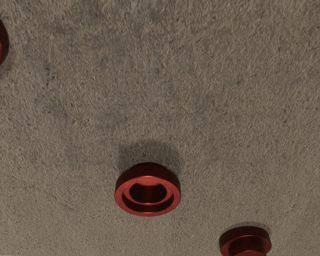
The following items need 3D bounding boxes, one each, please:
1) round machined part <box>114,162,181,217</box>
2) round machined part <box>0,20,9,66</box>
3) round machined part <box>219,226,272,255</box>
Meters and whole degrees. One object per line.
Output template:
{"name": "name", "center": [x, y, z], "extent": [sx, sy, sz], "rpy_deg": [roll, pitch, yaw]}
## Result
{"name": "round machined part", "center": [-0.018, 0.090, 0.473], "extent": [0.099, 0.042, 0.097], "rpy_deg": [-1, 130, 0]}
{"name": "round machined part", "center": [-0.214, -0.089, 0.317], "extent": [0.099, 0.042, 0.097], "rpy_deg": [-1, 130, 0]}
{"name": "round machined part", "center": [0.167, 0.235, 0.599], "extent": [0.099, 0.042, 0.097], "rpy_deg": [-1, 130, 0]}
